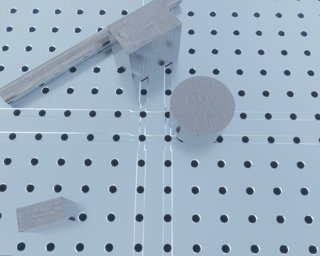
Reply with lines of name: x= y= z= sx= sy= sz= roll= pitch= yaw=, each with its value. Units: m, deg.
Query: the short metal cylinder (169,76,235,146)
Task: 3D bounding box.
short metal cylinder: x=0.053 y=-0.021 z=0.407 sx=0.081 sy=0.050 sz=0.080 roll=0 pitch=70 yaw=0

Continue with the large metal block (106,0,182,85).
large metal block: x=-0.020 y=-0.116 z=0.425 sx=0.080 sy=0.080 sz=0.050 roll=-34 pitch=74 yaw=-12

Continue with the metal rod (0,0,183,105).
metal rod: x=-0.093 y=-0.125 z=0.456 sx=0.301 sy=0.025 sz=0.025 roll=-34 pitch=74 yaw=-12

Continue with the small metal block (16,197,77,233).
small metal block: x=-0.130 y=0.102 z=0.360 sx=0.050 sy=0.050 sz=0.025 roll=-14 pitch=71 yaw=-6
